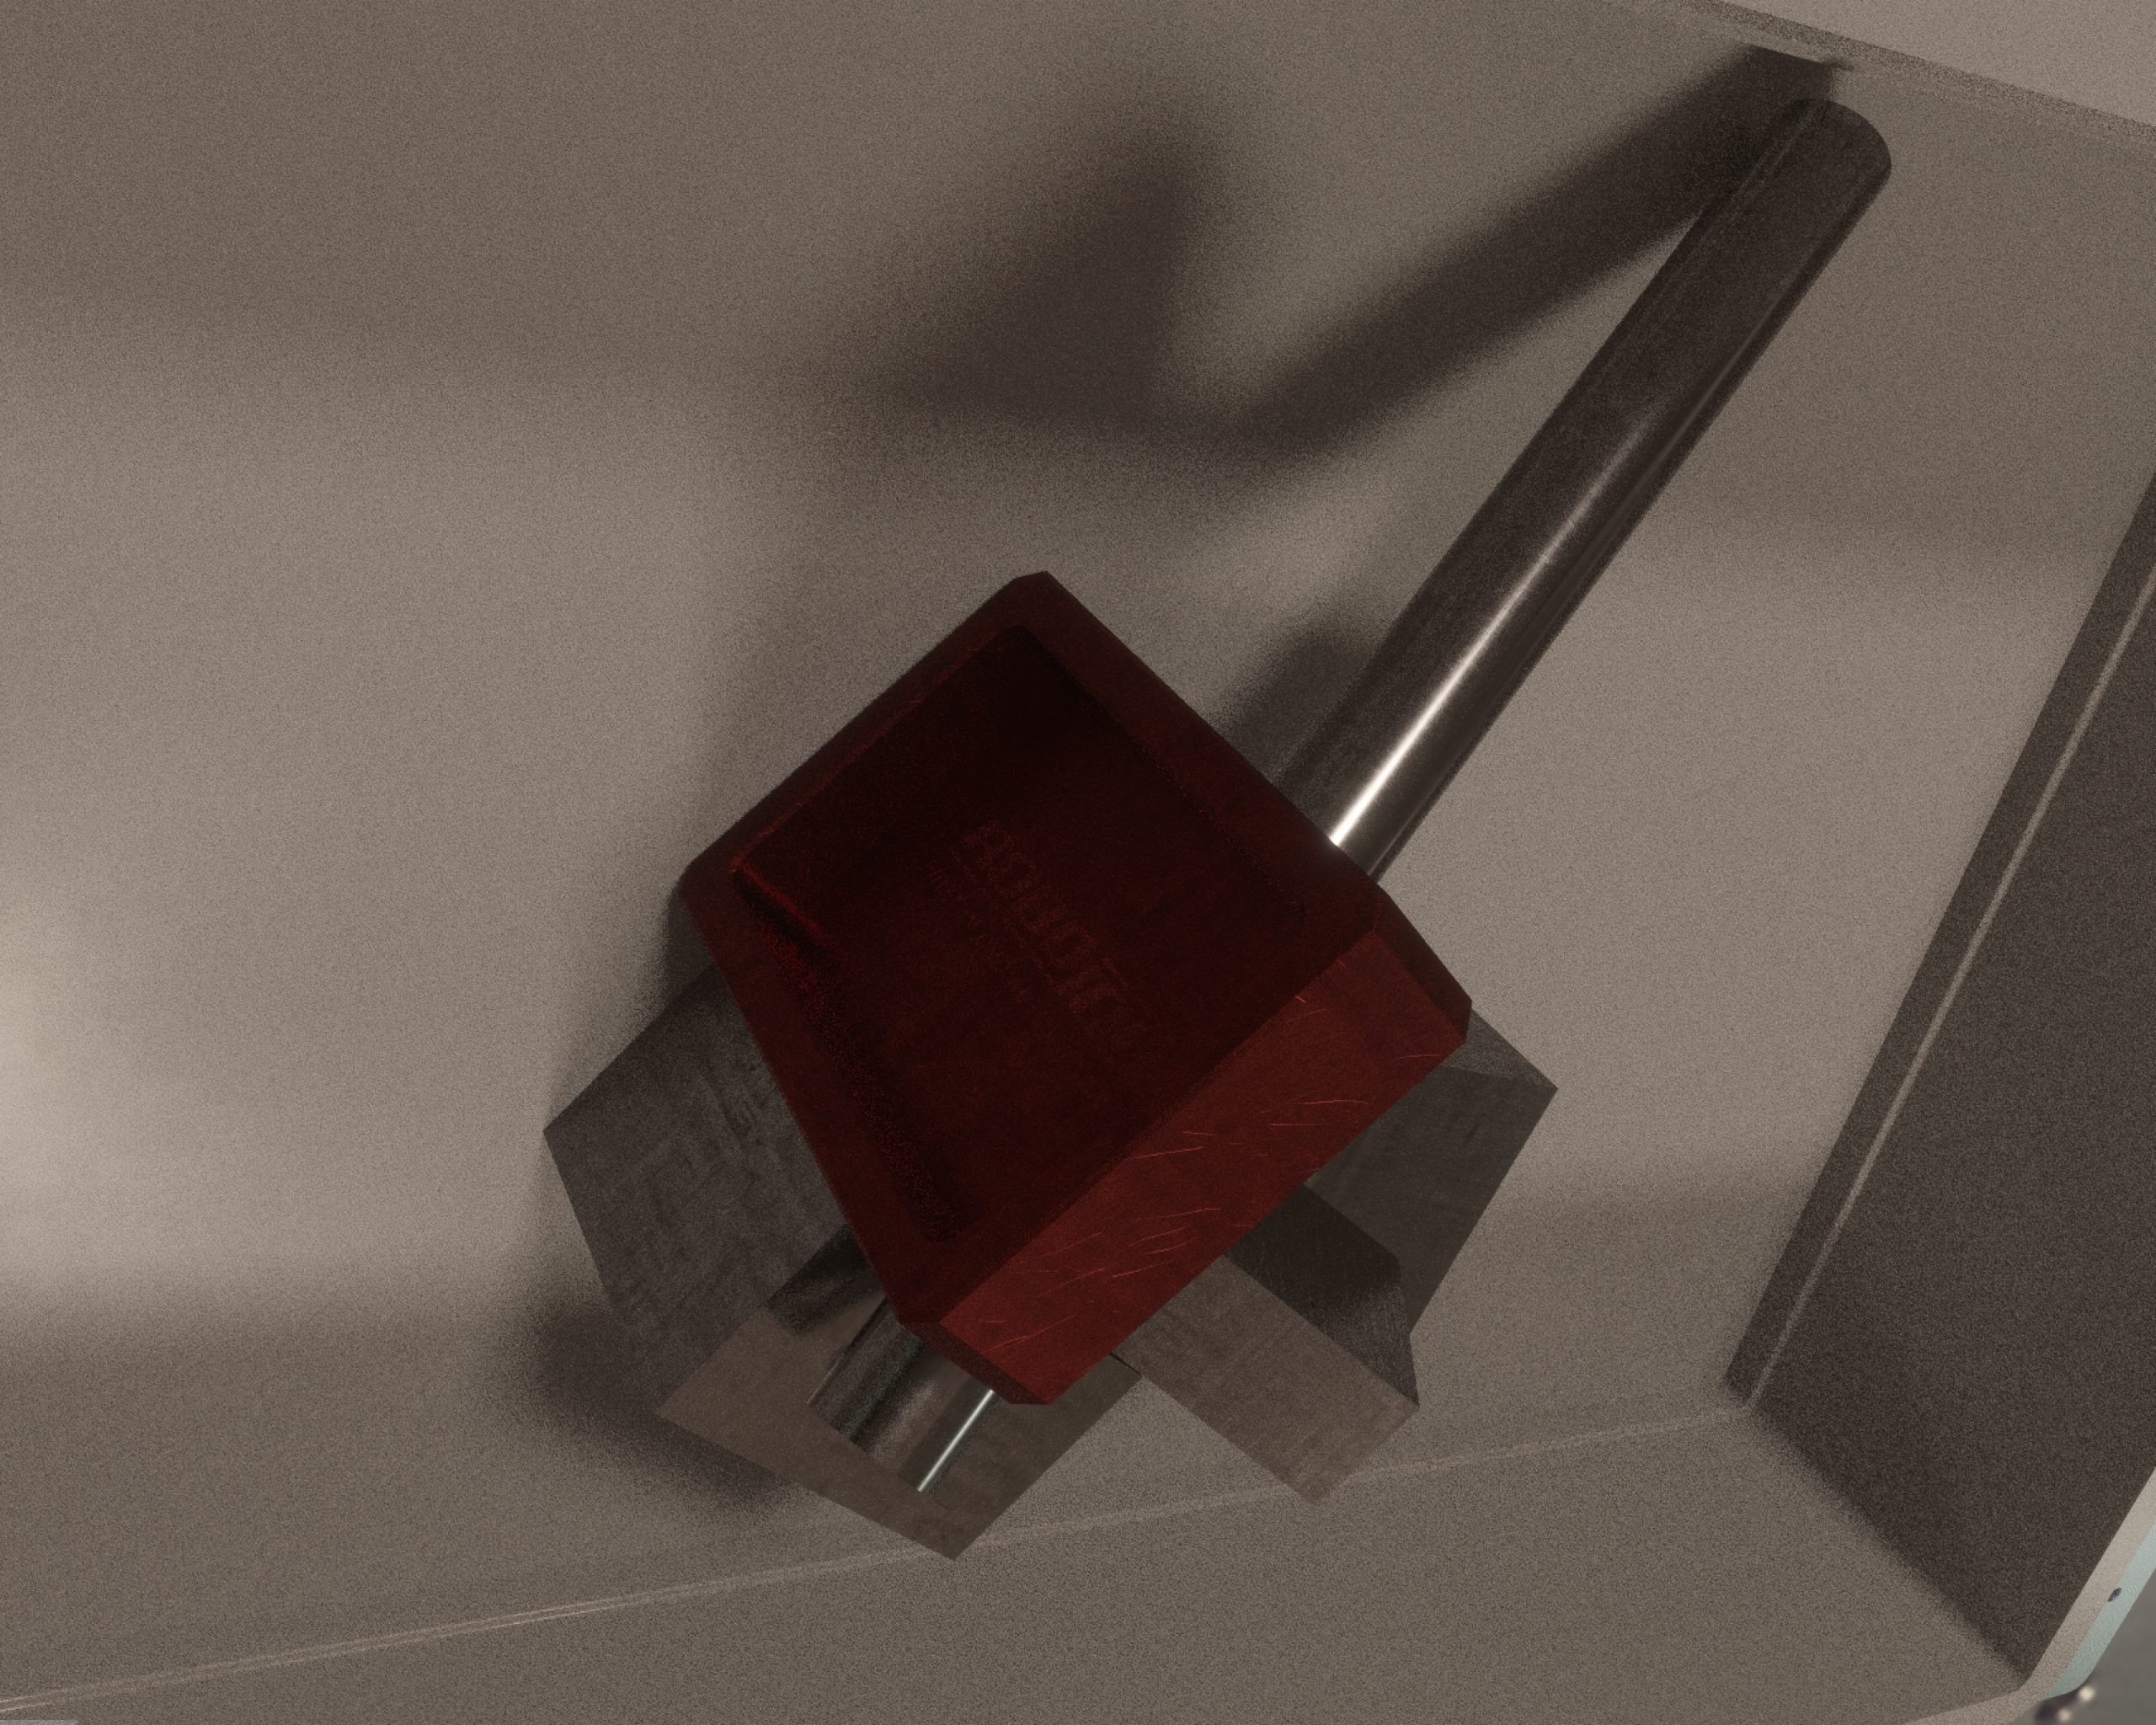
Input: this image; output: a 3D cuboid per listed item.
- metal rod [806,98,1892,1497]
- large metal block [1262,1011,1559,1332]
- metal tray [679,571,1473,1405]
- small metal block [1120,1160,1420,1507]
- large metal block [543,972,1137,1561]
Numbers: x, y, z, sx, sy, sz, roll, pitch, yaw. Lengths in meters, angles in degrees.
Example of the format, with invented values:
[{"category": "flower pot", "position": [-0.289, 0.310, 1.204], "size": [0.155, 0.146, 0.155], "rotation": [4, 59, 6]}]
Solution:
[{"category": "metal rod", "position": [0.056, -0.022, 0.367], "size": [0.300, 0.025, 0.025], "rotation": [-52, 131, -13]}, {"category": "large metal block", "position": [0.038, 0.053, 0.428], "size": [0.050, 0.080, 0.080], "rotation": [14, 111, -35]}, {"category": "metal tray", "position": [-0.008, 0.013, 0.344], "size": [0.090, 0.130, 0.030], "rotation": [-41, 129, 1]}, {"category": "small metal block", "position": [0.029, 0.073, 0.358], "size": [0.050, 0.050, 0.025], "rotation": [39, 106, -8]}, {"category": "large metal block", "position": [-0.045, 0.074, 0.395], "size": [0.050, 0.080, 0.080], "rotation": [-45, 130, 3]}]
